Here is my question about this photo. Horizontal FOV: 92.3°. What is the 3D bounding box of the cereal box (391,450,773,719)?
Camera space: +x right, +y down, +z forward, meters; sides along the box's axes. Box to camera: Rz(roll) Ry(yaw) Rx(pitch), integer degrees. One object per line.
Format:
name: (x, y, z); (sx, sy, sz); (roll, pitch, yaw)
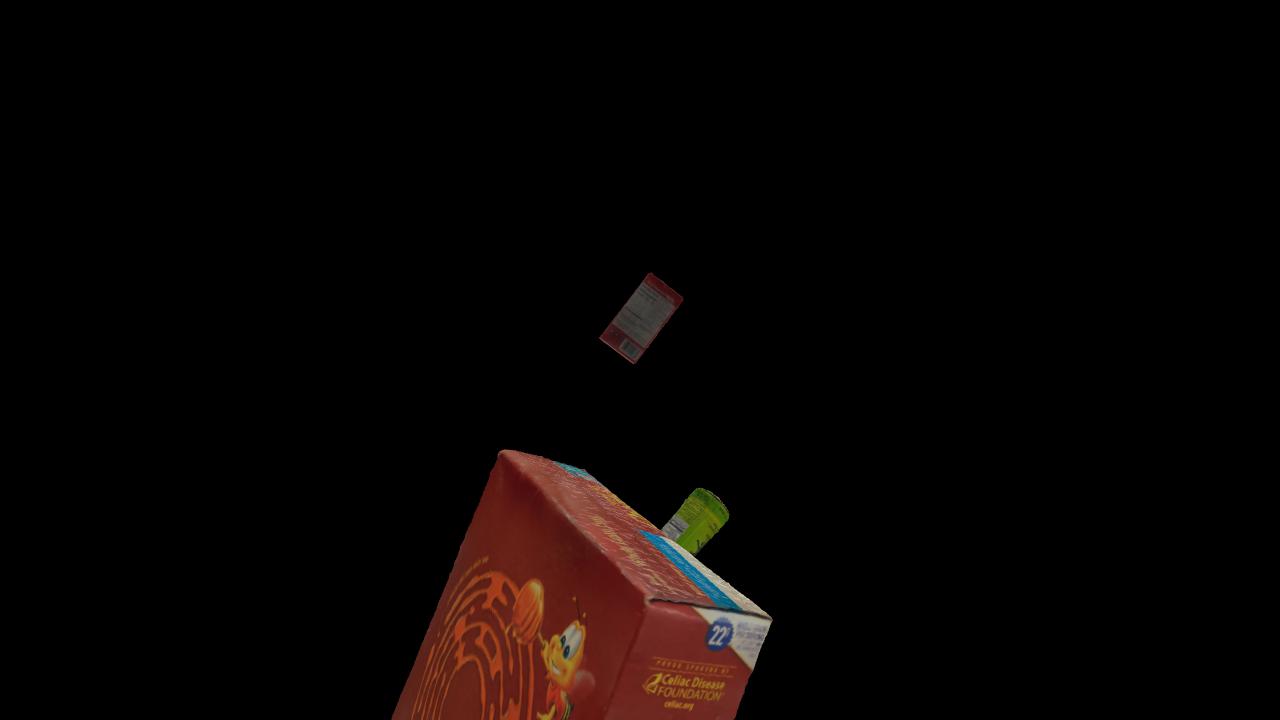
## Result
cereal box: (-0.070, 0.220, 0.321); (0.081, 0.306, 0.203); (24, -4, -30)

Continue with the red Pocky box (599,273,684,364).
red Pocky box: (0.003, -0.076, 1.136); (0.083, 0.155, 0.028); (38, -6, -2)

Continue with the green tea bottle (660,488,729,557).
green tea bottle: (0.043, 0.287, 0.920); (0.212, 0.073, 0.073); (-41, 16, -19)
